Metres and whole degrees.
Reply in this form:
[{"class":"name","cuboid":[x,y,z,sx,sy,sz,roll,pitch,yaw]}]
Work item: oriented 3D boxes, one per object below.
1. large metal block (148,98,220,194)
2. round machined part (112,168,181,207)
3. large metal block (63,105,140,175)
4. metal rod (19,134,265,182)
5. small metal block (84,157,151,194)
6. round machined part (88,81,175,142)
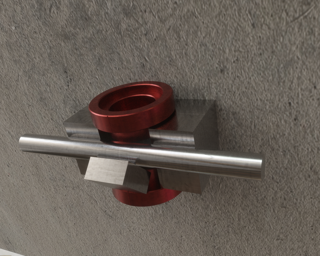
[{"class":"large metal block","cuboid":[0.034,0.018,0.366,0.050,0.080,0.079,4,120,26]},{"class":"round machined part","cuboid":[-0.017,0.055,0.404,0.098,0.098,0.042,5,115,26]},{"class":"large metal block","cuboid":[-0.073,0.010,0.418,0.050,0.080,0.079,4,120,26]},{"class":"metal rod","cuboid":[-0.042,0.028,0.344,0.301,0.025,0.025,3,120,26]},{"class":"small metal block","cuboid":[-0.046,0.053,0.344,0.050,0.025,0.050,3,160,29]},{"class":"round machined part","cuboid":[-0.030,-0.018,0.366,0.098,0.098,0.042,4,121,26]}]
